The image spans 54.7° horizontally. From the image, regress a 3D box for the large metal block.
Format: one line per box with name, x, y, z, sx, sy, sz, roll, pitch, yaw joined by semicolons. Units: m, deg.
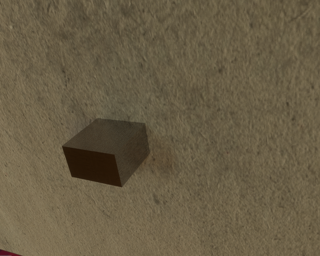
large metal block;-0.071;0.030;0.425;0.080;0.080;0.050;6;121;24
